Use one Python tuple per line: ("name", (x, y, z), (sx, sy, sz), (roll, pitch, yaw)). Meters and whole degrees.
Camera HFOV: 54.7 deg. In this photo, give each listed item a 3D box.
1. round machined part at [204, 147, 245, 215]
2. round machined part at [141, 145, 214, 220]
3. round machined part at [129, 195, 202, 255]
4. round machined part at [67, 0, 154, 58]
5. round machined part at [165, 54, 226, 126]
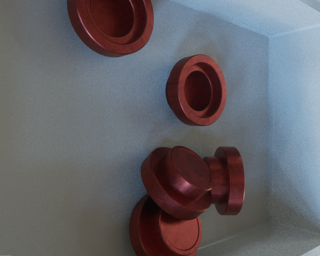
("round machined part", (0.085, 0.075, 0.446), (0.042, 0.098, 0.097), (1, 89, -4))
("round machined part", (0.028, 0.061, 0.386), (0.098, 0.042, 0.098), (31, 29, -19))
("round machined part", (0.014, 0.126, 0.388), (0.099, 0.042, 0.098), (21, 55, -32))
("round machined part", (-0.058, -0.128, 0.348), (0.099, 0.042, 0.097), (0, 90, -40))
("round machined part", (0.046, -0.051, 0.437), (0.099, 0.042, 0.097), (0, 90, -40))
